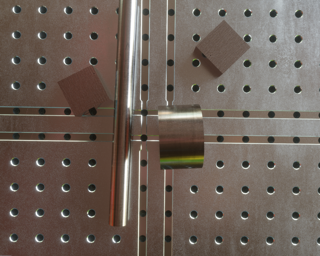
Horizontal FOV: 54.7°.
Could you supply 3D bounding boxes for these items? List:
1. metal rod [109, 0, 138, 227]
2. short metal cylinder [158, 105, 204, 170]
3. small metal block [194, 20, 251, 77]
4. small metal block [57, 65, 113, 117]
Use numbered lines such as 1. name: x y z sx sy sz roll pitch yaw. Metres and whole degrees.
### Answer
1. metal rod: -0.049 -0.022 0.412 0.025 0.025 0.298 3 90 0
2. short metal cylinder: 0.024 0.011 0.386 0.050 0.080 0.080 -2 90 0
3. small metal block: 0.082 -0.105 0.414 0.050 0.025 0.050 -44 90 0
4. small metal block: -0.099 -0.048 0.412 0.050 0.025 0.050 -27 90 0
